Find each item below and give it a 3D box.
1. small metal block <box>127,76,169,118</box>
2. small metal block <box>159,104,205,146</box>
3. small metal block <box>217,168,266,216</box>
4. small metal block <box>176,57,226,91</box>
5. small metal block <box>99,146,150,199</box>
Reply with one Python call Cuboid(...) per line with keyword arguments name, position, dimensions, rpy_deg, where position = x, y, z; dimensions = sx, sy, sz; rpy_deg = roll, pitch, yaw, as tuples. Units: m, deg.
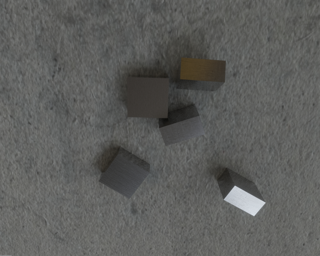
Cuboid(name="small metal block", position=(-0.015, -0.040, 0.392), dimensions=(0.050, 0.025, 0.050), rpy_deg=(2, 105, 0))
Cuboid(name="small metal block", position=(0.026, -0.005, 0.395), dimensions=(0.050, 0.050, 0.025), rpy_deg=(-17, 110, 6))
Cuboid(name="small metal block", position=(0.111, 0.088, 0.430), dimensions=(0.050, 0.050, 0.025), rpy_deg=(30, 107, -11))
Cuboid(name="small metal block", position=(0.047, -0.063, 0.371), dimensions=(0.050, 0.050, 0.025), rpy_deg=(4, 85, -2))
Cuboid(name="small metal block", position=(-0.049, 0.062, 0.432), dimensions=(0.050, 0.025, 0.050), rpy_deg=(33, 107, -12))
